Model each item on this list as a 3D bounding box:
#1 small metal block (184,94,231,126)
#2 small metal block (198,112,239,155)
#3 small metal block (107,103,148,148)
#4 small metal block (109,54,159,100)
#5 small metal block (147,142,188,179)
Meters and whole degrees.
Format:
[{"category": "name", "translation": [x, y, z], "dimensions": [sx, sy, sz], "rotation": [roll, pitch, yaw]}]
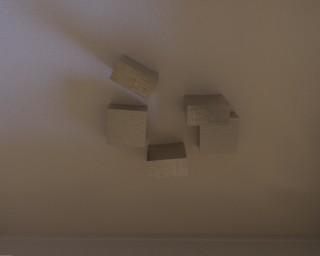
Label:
[{"category": "small metal block", "translation": [0.058, -0.024, 0.390], "dimensions": [0.050, 0.050, 0.025], "rotation": [-1, 110, 0]}, {"category": "small metal block", "translation": [0.077, 0.007, 0.414], "dimensions": [0.050, 0.025, 0.050], "rotation": [-2, 110, 0]}, {"category": "small metal block", "translation": [-0.043, -0.004, 0.409], "dimensions": [0.050, 0.025, 0.050], "rotation": [4, 110, -2]}, {"category": "small metal block", "translation": [-0.030, -0.063, 0.374], "dimensions": [0.050, 0.050, 0.025], "rotation": [28, 108, -10]}, {"category": "small metal block", "translation": [0.009, 0.042, 0.413], "dimensions": [0.050, 0.050, 0.025], "rotation": [-5, 110, 2]}]
